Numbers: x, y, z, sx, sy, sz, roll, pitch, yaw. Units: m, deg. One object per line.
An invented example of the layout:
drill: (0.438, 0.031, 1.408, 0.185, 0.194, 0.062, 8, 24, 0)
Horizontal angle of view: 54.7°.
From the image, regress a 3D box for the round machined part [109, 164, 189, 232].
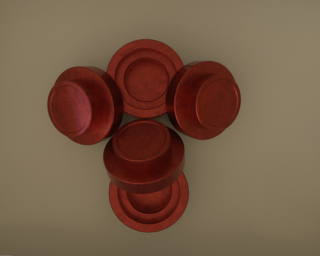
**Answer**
round machined part: (-0.013, 0.080, 0.401, 0.099, 0.042, 0.097, 0, 90, 0)

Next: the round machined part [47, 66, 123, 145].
round machined part: (-0.098, -0.026, 0.379, 0.098, 0.042, 0.097, 6, 104, 26)

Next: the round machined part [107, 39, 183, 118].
round machined part: (-0.017, -0.061, 0.400, 0.099, 0.042, 0.097, 0, 90, 0)

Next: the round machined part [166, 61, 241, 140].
round machined part: (0.060, -0.033, 0.379, 0.099, 0.042, 0.097, -7, 104, -29)

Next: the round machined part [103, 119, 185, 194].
round machined part: (-0.020, 0.026, 0.372, 0.099, 0.098, 0.042, -6, 134, 0)
